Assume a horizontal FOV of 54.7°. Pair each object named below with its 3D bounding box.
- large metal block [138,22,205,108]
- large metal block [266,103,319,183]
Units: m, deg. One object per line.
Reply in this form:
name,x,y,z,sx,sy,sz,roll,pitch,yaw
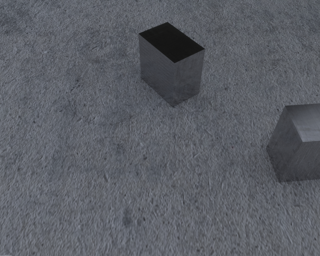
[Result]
large metal block,0.015,-0.091,0.444,0.050,0.080,0.080,-30,56,-22
large metal block,0.178,0.017,0.354,0.081,0.080,0.050,-4,50,-4
